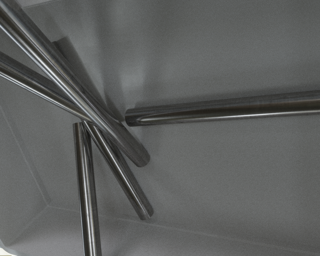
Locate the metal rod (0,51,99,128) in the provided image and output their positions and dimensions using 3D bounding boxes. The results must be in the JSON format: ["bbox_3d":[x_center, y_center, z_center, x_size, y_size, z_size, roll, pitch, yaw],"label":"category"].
[{"bbox_3d":[-0.171,-0.067,0.352,0.025,0.025,0.301,-23,139,36],"label":"metal rod"}]

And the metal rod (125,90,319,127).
[{"bbox_3d":[0.091,-0.022,0.346,0.300,0.025,0.025,-3,117,29],"label":"metal rod"}]

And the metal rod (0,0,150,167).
[{"bbox_3d":[-0.086,-0.036,0.342,0.025,0.025,0.300,-1,146,28],"label":"metal rod"}]

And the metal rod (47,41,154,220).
[{"bbox_3d":[-0.087,0.015,0.461,0.025,0.025,0.299,-15,111,34],"label":"metal rod"}]

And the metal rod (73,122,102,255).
[{"bbox_3d":[-0.101,0.140,0.446,0.025,0.025,0.298,-13,79,33],"label":"metal rod"}]
